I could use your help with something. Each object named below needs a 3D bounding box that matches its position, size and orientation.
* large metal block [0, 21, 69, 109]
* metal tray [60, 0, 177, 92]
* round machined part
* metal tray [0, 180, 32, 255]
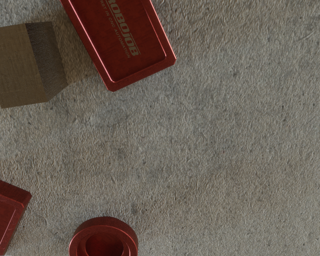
[{"bbox_3d":[-0.149,-0.075,0.351,0.050,0.080,0.079,-8,110,3],"label":"large metal block"},{"bbox_3d":[-0.047,-0.119,0.362,0.090,0.030,0.129,-24,109,8],"label":"metal tray"},{"bbox_3d":[-0.082,0.173,0.463,0.099,0.042,0.097,0,110,-1],"label":"round machined part"},{"bbox_3d":[-0.257,0.135,0.453,0.090,0.030,0.129,27,108,-10],"label":"metal tray"}]
